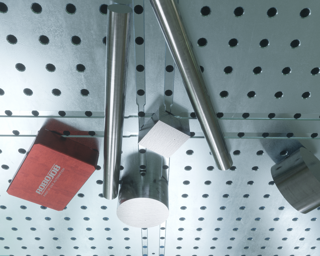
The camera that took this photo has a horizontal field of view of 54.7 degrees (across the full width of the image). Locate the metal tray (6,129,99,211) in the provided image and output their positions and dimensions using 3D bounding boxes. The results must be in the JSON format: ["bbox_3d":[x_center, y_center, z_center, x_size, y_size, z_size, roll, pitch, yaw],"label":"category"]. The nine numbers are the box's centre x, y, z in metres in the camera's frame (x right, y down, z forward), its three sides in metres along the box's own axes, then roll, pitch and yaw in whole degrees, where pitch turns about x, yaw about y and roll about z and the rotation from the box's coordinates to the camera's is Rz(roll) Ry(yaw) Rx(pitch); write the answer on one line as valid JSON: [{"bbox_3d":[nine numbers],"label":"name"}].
[{"bbox_3d":[-0.161,0.068,0.464,0.090,0.030,0.129,27,125,-22],"label":"metal tray"}]

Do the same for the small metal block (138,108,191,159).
[{"bbox_3d":[0.005,0.008,0.419,0.050,0.025,0.050,28,125,-22],"label":"small metal block"}]

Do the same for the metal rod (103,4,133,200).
[{"bbox_3d":[-0.060,-0.007,0.404,0.025,0.025,0.298,6,130,-5],"label":"metal rod"}]

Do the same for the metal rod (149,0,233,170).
[{"bbox_3d":[0.041,-0.053,0.367,0.025,0.025,0.299,-17,129,13],"label":"metal rod"}]

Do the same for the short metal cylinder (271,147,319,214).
[{"bbox_3d":[0.206,0.074,0.442,0.080,0.080,0.050,31,123,-24],"label":"short metal cylinder"}]

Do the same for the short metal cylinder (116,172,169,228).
[{"bbox_3d":[-0.026,0.115,0.493,0.081,0.050,0.079,0,130,0],"label":"short metal cylinder"}]
